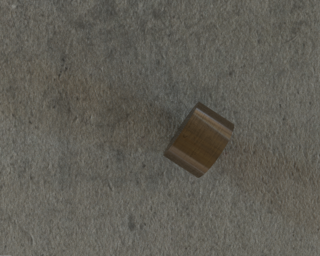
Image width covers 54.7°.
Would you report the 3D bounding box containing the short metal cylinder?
[{"bbox_3d":[0.047,0.014,0.383,0.050,0.080,0.080,34,90,0],"label":"short metal cylinder"}]
